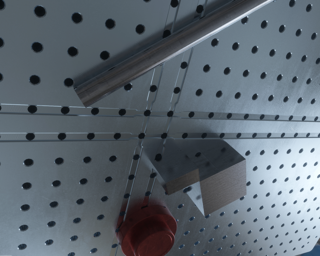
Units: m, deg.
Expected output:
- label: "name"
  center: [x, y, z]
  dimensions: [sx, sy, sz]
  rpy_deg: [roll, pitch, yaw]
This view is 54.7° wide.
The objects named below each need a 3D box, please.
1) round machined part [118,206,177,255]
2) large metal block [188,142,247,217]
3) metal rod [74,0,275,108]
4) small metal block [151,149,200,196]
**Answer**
- label: "round machined part"
  center: [-0.016, 0.177, 0.502]
  dimensions: [0.099, 0.042, 0.097]
  rpy_deg: [-14, 124, -21]
- label: "large metal block"
  center: [0.089, 0.081, 0.494]
  dimensions: [0.081, 0.050, 0.080]
  rpy_deg: [-23, 127, -15]
- label: "metal rod"
  center: [0.039, -0.110, 0.364]
  dimensions: [0.301, 0.025, 0.025]
  rpy_deg: [-31, 129, -8]
- label: "small metal block"
  center: [0.022, 0.062, 0.446]
  dimensions: [0.050, 0.050, 0.025]
  rpy_deg: [-22, 127, -16]
